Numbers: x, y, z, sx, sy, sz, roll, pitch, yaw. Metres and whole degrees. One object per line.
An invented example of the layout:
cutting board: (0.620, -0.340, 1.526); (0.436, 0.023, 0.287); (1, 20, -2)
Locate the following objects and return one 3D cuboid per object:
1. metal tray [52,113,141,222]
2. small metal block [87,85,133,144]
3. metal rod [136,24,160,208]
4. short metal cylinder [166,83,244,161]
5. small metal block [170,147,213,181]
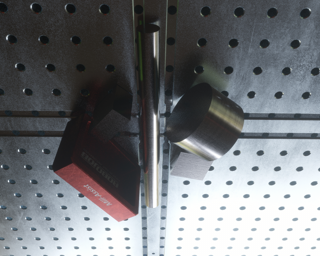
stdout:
metal tray: (-0.076, 0.054, 0.413); (0.030, 0.090, 0.130); (-26, 126, 20)
small metal block: (-0.060, -0.017, 0.379); (0.025, 0.050, 0.050); (34, 122, -26)
metal rod: (-0.013, 0.010, 0.419); (0.025, 0.025, 0.298); (0, 130, 0)
short metal cylinder: (0.052, -0.007, 0.370); (0.050, 0.080, 0.080); (31, 123, -24)
small metal block: (0.046, 0.048, 0.454); (0.050, 0.025, 0.050); (12, 129, -10)
